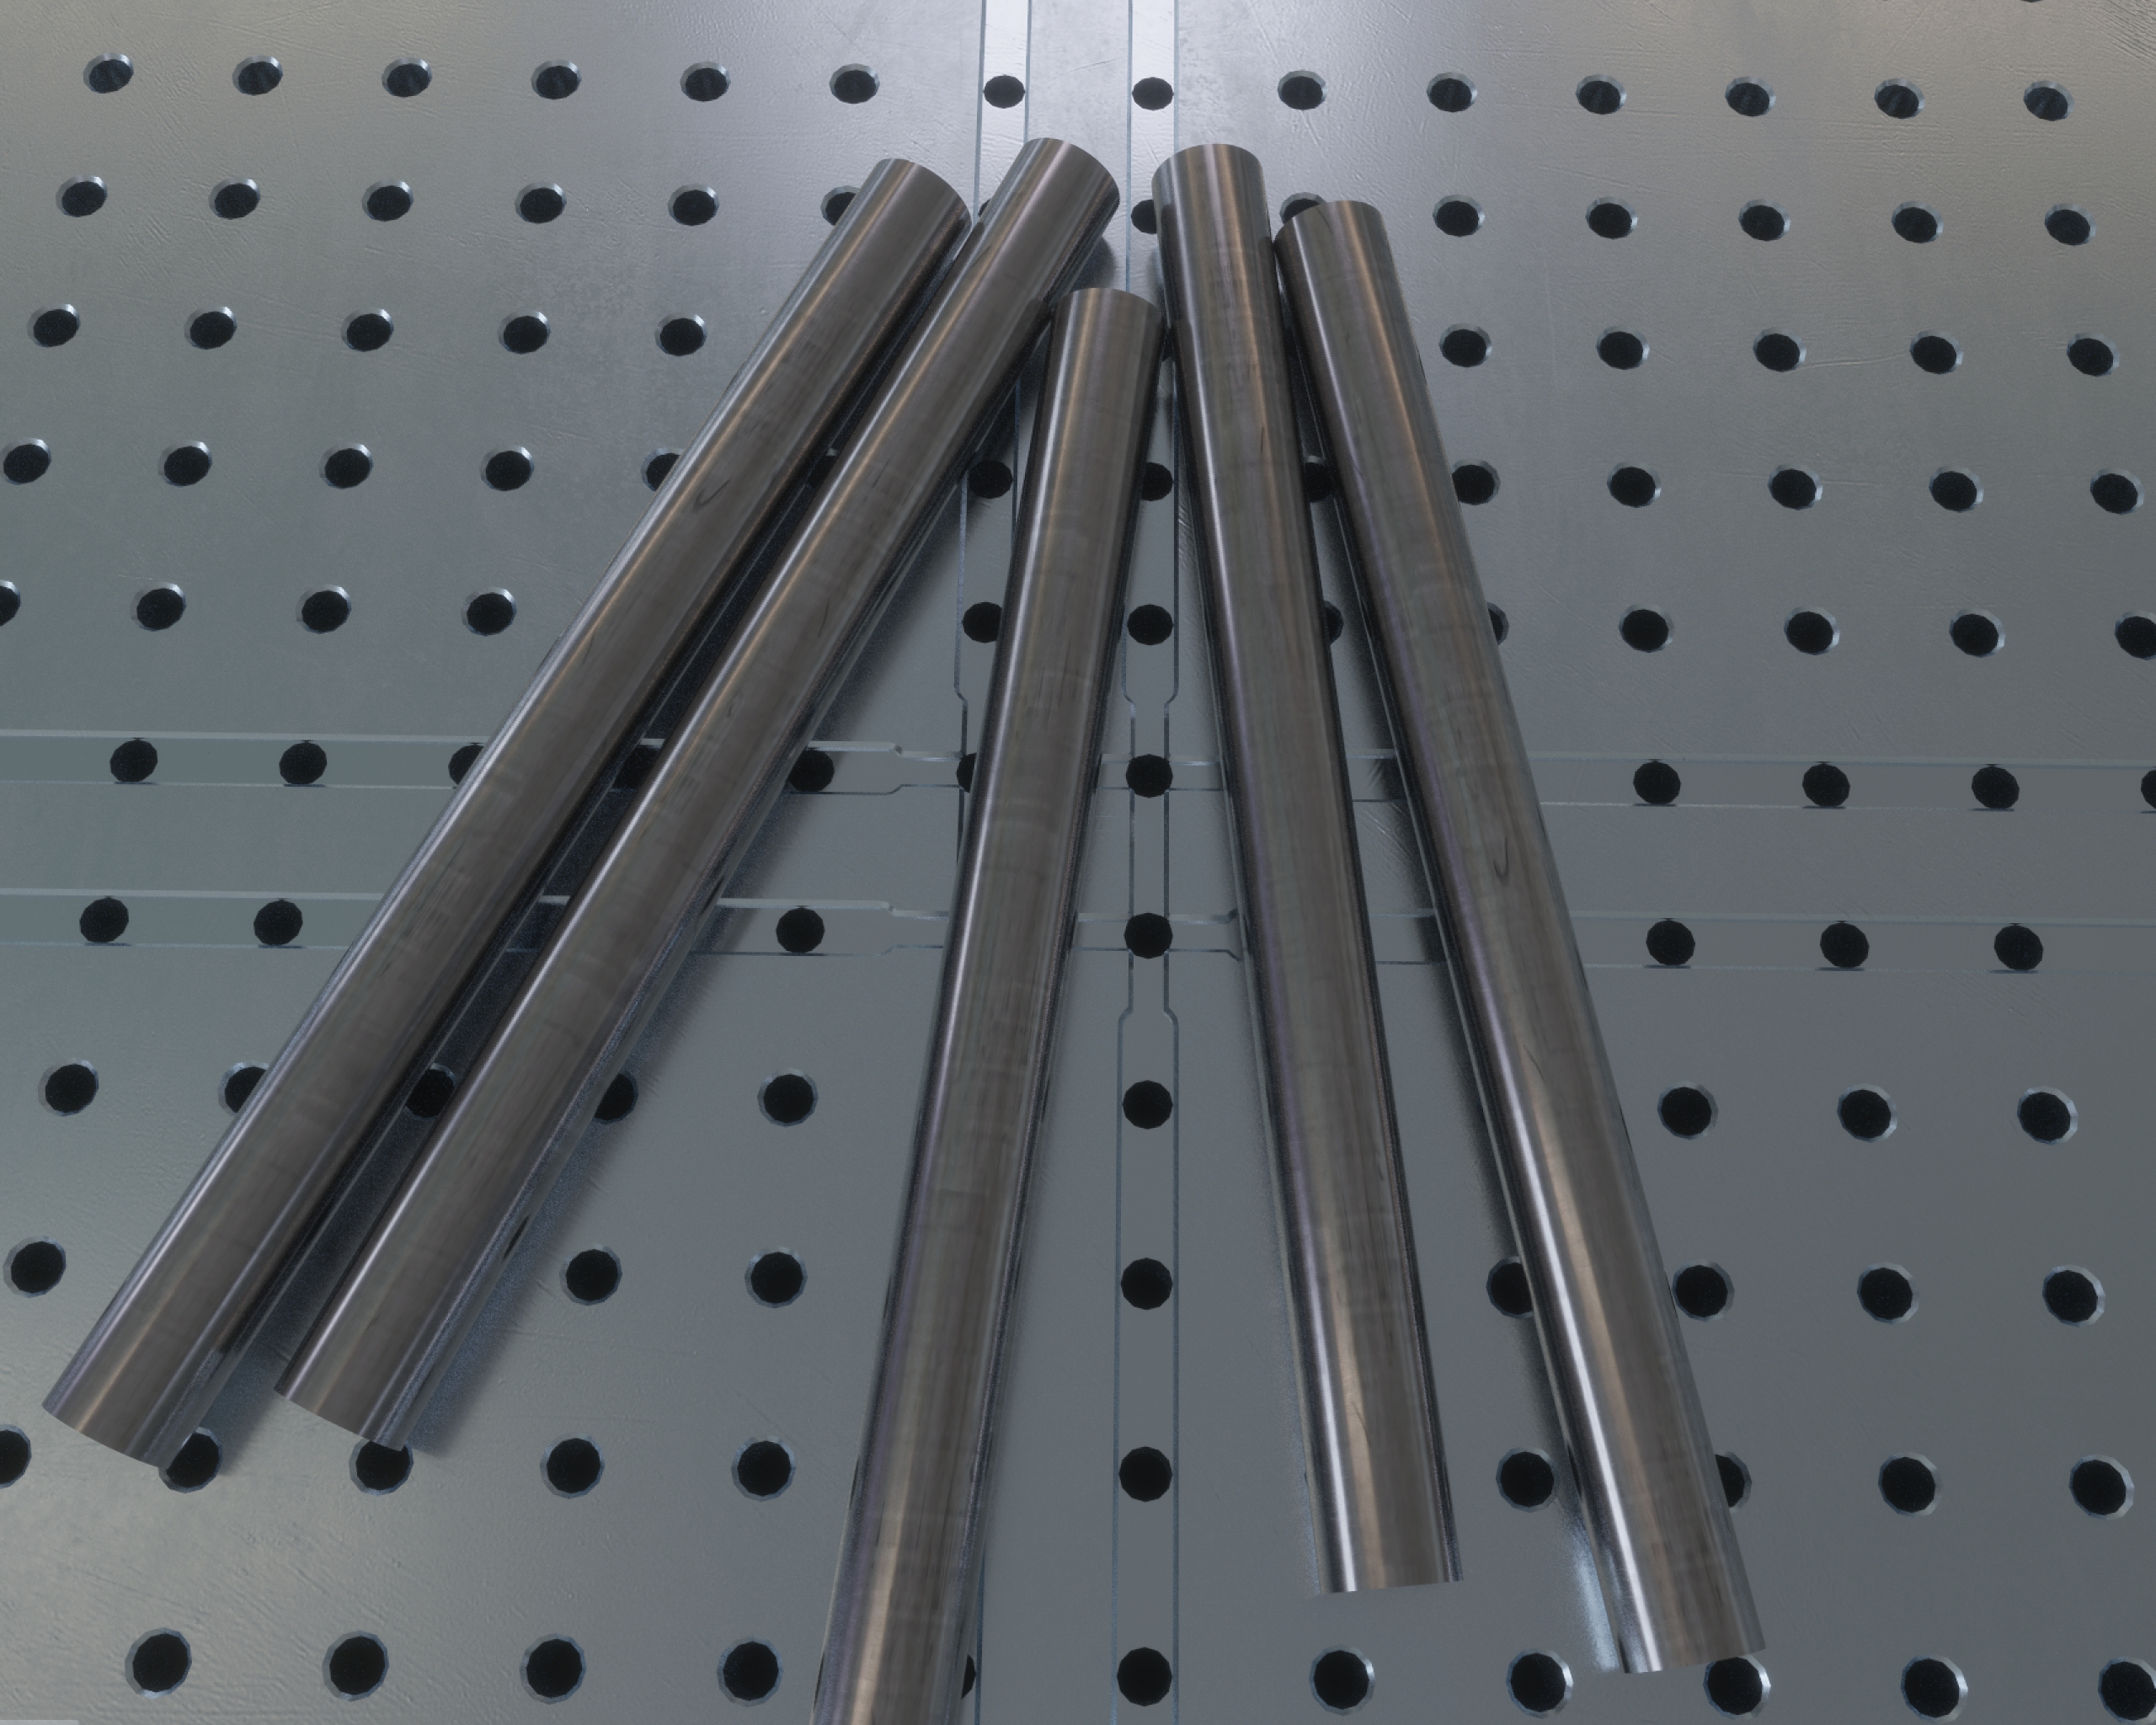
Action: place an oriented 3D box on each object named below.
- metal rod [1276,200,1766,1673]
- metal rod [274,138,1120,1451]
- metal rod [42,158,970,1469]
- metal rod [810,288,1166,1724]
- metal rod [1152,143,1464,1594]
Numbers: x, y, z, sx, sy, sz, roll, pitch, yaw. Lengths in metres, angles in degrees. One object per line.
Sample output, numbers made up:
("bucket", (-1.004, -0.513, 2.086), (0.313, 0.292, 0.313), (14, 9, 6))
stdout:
("metal rod", (0.081, 0.000, 0.412), (0.025, 0.025, 0.299), (-9, 70, -3))
("metal rod", (-0.067, -0.027, 0.421), (0.025, 0.025, 0.300), (25, 72, 8))
("metal rod", (-0.104, -0.023, 0.419), (0.025, 0.025, 0.300), (26, 72, 9))
("metal rod", (-0.014, 0.021, 0.404), (0.025, 0.025, 0.299), (8, 70, 3))
("metal rod", (0.042, -0.013, 0.417), (0.025, 0.025, 0.299), (-5, 70, -2))
